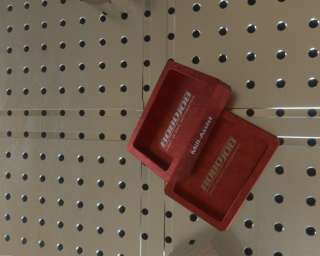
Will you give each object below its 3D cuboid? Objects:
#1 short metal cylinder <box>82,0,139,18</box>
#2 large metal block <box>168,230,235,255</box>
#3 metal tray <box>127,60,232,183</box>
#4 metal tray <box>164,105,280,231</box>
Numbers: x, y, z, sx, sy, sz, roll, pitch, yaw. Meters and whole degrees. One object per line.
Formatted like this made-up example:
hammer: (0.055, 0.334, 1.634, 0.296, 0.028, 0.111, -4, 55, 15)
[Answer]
short metal cylinder: (-0.071, -0.200, 0.424, 0.080, 0.050, 0.079, 0, 90, 20)
large metal block: (0.055, 0.185, 0.380, 0.080, 0.050, 0.080, -35, 79, 16)
metal tray: (0.019, -0.009, 0.382, 0.090, 0.030, 0.129, 33, 100, 43)
metal tray: (0.074, 0.047, 0.383, 0.090, 0.030, 0.129, 31, 100, 17)
